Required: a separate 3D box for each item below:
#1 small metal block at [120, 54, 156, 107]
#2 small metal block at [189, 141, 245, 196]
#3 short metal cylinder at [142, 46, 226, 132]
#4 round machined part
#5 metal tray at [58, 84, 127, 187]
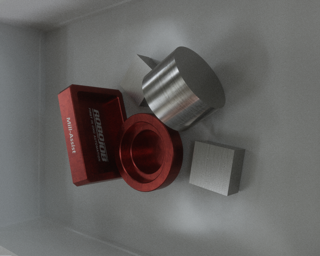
[{"bbox_3d":[-0.021,-0.064,0.420,0.050,0.025,0.050,49,119,30],"label":"small metal block"},{"bbox_3d":[0.064,0.044,0.350,0.050,0.025,0.050,12,97,40],"label":"small metal block"},{"bbox_3d":[0.027,-0.043,0.345,0.050,0.081,0.080,-36,68,34],"label":"short metal cylinder"},{"bbox_3d":[-0.010,0.030,0.398,0.098,0.042,0.097,0,90,39],"label":"round machined part"},{"bbox_3d":[-0.084,0.009,0.429,0.030,0.091,0.129,-22,76,38],"label":"metal tray"}]
